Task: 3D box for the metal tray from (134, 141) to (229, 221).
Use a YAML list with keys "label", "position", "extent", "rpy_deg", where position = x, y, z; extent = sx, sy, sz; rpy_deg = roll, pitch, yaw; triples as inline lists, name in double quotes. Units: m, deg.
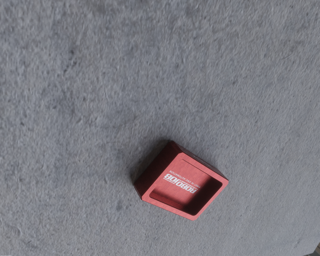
- label: "metal tray"
  position: [0.036, 0.085, 0.474]
  extent: [0.130, 0.030, 0.090]
  rpy_deg: [33, 100, -38]
